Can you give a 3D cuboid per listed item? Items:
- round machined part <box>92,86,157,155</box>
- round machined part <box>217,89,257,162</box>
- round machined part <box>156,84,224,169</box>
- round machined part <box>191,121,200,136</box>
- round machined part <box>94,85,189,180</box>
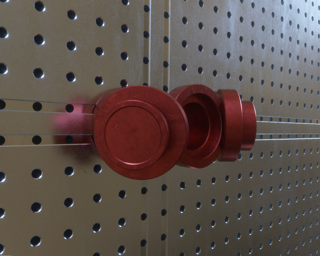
[{"bbox_3d":[-0.029,-0.003,0.375,0.099,0.042,0.097,0,90,-40],"label":"round machined part"},{"bbox_3d":[0.100,-0.004,0.417,0.042,0.098,0.097,0,90,0],"label":"round machined part"},{"bbox_3d":[0.033,-0.002,0.372,0.099,0.042,0.097,0,90,-40],"label":"round machined part"},{"bbox_3d":[0.047,-0.003,0.439,0.099,0.042,0.097,0,90,-40],"label":"round machined part"},{"bbox_3d":[-0.022,0.005,0.315,0.042,0.098,0.097,-21,107,-77],"label":"round machined part"}]
